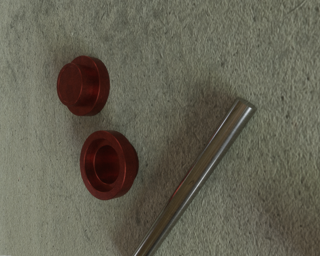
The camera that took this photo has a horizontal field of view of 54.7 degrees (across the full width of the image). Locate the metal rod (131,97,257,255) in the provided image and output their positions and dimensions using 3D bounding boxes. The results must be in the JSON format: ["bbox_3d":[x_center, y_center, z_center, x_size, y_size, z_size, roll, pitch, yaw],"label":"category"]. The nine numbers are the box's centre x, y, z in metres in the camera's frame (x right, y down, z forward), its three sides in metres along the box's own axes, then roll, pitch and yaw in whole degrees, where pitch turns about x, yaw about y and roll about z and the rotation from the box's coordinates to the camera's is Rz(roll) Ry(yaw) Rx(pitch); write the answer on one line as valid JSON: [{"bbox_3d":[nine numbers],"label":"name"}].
[{"bbox_3d":[0.023,0.093,0.384,0.025,0.025,0.298,44,116,31],"label":"metal rod"}]

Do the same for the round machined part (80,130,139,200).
[{"bbox_3d":[-0.069,0.052,0.449,0.098,0.042,0.097,0,90,39],"label":"round machined part"}]

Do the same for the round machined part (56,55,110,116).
[{"bbox_3d":[-0.129,-0.068,0.497,0.098,0.042,0.097,0,90,39],"label":"round machined part"}]
